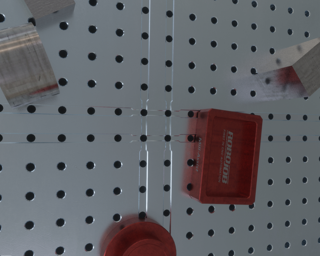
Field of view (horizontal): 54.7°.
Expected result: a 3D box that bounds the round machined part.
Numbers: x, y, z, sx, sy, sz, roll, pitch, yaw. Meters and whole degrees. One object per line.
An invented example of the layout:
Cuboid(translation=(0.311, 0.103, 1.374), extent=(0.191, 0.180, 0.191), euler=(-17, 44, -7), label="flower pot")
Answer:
Cuboid(translation=(-0.024, 0.169, 0.395), extent=(0.099, 0.042, 0.097), euler=(0, 90, -20), label="round machined part")

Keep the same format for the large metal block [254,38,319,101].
Cuboid(translation=(0.203, -0.086, 0.458), extent=(0.080, 0.080, 0.050), euler=(-38, 103, -16), label="large metal block")

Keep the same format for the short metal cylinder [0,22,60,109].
Cuboid(translation=(-0.147, -0.066, 0.329), extent=(0.050, 0.080, 0.080), euler=(-23, 98, -19), label="short metal cylinder")

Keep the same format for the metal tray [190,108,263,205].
Cuboid(translation=(0.096, 0.042, 0.445), extent=(0.091, 0.030, 0.129), euler=(7, 88, -20), label="metal tray")

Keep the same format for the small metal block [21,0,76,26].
Cuboid(translation=(-0.135, -0.156, 0.363), extent=(0.050, 0.025, 0.050), euler=(-31, 101, -17), label="small metal block")
